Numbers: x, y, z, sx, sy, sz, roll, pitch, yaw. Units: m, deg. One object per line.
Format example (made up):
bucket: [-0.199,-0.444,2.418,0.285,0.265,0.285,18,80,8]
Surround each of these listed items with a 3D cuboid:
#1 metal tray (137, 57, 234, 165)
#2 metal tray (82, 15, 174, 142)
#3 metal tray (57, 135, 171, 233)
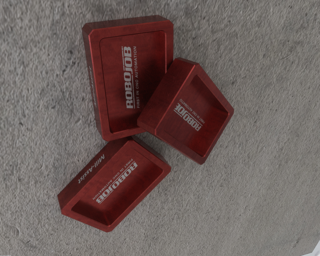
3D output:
metal tray: [0.038,-0.015,0.382,0.090,0.030,0.130,-59,142,-4]
metal tray: [-0.032,-0.055,0.352,0.091,0.030,0.129,-15,125,-20]
metal tray: [-0.059,0.074,0.416,0.130,0.030,0.090,-46,129,4]
